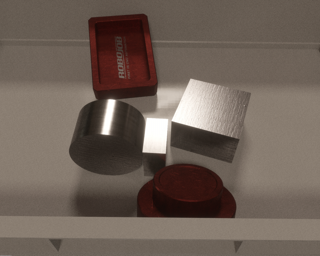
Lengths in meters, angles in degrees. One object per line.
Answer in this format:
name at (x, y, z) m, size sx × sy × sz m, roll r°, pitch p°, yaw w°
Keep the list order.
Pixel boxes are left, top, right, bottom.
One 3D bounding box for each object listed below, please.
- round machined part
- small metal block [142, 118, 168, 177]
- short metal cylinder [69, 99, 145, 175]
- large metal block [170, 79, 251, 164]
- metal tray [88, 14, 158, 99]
round machined part at (0.027, 0.070, 0.310) m, size 0.099 × 0.042 × 0.098 m, roll 2°, pitch 22°, yaw -1°
small metal block at (-0.005, 0.024, 0.369) m, size 0.025 × 0.050 × 0.050 m, roll 3°, pitch 50°, yaw 2°
short metal cylinder at (-0.059, 0.013, 0.358) m, size 0.081 × 0.080 × 0.050 m, roll 2°, pitch 50°, yaw 1°
large metal block at (0.065, -0.011, 0.399) m, size 0.080 × 0.050 × 0.080 m, roll 16°, pitch 52°, yaw 12°
metal tray at (-0.057, -0.109, 0.466) m, size 0.091 × 0.030 × 0.130 m, roll -6°, pitch 69°, yaw -6°
